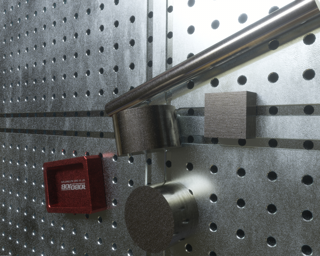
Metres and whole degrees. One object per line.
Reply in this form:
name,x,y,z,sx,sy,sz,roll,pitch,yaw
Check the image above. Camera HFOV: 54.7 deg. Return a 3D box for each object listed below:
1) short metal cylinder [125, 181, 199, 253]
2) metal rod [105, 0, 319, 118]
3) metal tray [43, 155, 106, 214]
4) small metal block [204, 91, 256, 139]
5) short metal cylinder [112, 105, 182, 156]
short metal cylinder,0.001,0.110,0.392,0.080,0.050,0.079,0,90,40
metal rod,0.036,-0.072,0.379,0.299,0.025,0.025,-22,76,37
metal tray,-0.149,0.097,0.529,0.130,0.030,0.090,-12,83,39
small metal block,0.078,-0.014,0.345,0.050,0.025,0.050,1,91,40
short metal cylinder,-0.016,0.005,0.387,0.080,0.081,0.050,-15,81,39
